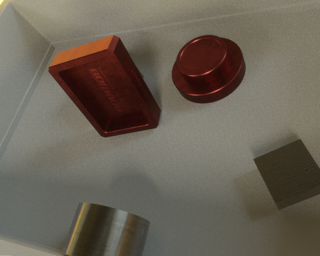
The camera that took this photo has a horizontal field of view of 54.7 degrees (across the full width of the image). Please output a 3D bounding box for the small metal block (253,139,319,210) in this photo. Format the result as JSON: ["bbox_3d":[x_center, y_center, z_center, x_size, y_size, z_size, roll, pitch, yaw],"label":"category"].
[{"bbox_3d":[0.129,0.046,0.309,0.050,0.025,0.050,-26,53,11],"label":"small metal block"}]

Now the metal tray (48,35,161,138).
[{"bbox_3d":[-0.065,-0.046,0.397,0.090,0.130,0.030,-11,44,22],"label":"metal tray"}]

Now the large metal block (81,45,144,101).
[{"bbox_3d":[-0.087,-0.077,0.481,0.080,0.050,0.080,31,79,37],"label":"large metal block"}]

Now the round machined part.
[{"bbox_3d":[0.061,-0.085,0.414,0.098,0.042,0.098,-13,56,20],"label":"round machined part"}]

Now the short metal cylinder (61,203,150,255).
[{"bbox_3d":[-0.055,0.116,0.327,0.080,0.080,0.050,1,62,28],"label":"short metal cylinder"}]
